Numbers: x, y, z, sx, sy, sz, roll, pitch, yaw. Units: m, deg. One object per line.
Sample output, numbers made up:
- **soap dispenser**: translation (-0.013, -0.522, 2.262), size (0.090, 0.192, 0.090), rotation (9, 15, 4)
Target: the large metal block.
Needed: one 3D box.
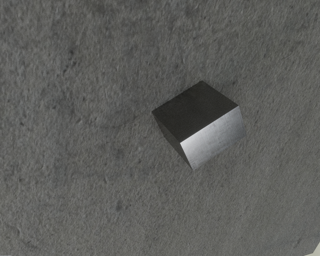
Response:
- **large metal block**: translation (0.048, -0.006, 0.393), size (0.080, 0.080, 0.050), rotation (-32, 129, -7)
